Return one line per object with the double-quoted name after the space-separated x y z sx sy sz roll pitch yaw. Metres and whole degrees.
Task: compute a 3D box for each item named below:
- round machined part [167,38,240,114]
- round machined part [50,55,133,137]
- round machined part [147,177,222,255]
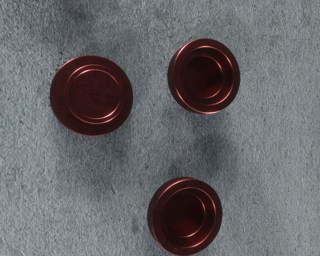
0.055 -0.068 0.420 0.099 0.042 0.097 0 90 -20 "round machined part"
-0.080 -0.038 0.370 0.099 0.042 0.097 0 90 -20 "round machined part"
0.029 0.113 0.411 0.099 0.042 0.097 0 90 -20 "round machined part"
